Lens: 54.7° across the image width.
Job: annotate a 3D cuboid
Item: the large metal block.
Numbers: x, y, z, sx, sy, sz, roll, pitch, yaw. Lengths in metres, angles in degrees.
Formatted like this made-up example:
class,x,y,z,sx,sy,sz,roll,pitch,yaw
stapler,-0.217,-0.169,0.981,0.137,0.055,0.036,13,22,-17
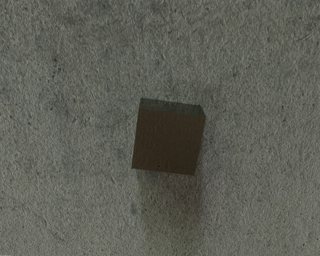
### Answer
class,x,y,z,sx,sy,sz,roll,pitch,yaw
large metal block,0.009,0.010,0.402,0.081,0.050,0.079,7,110,-3
